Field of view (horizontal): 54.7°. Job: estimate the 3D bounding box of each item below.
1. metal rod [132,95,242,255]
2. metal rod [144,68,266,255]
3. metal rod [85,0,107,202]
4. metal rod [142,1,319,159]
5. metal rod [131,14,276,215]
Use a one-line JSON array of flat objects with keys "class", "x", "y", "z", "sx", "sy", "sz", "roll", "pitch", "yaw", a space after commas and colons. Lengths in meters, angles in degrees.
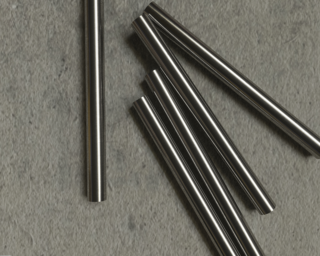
[{"class": "metal rod", "x": 0.049, "y": 0.091, "z": 0.410, "sx": 0.025, "sy": 0.025, "sz": 0.299, "roll": -30, "pitch": 90, "yaw": 0}, {"class": "metal rod", "x": 0.063, "y": 0.058, "z": 0.410, "sx": 0.025, "sy": 0.025, "sz": 0.299, "roll": -29, "pitch": 90, "yaw": 0}, {"class": "metal rod", "x": -0.085, "y": -0.054, "z": 0.408, "sx": 0.025, "sy": 0.025, "sz": 0.298, "roll": -1, "pitch": 90, "yaw": -1}, {"class": "metal rod", "x": 0.101, "y": -0.062, "z": 0.411, "sx": 0.300, "sy": 0.025, "sz": 0.025, "roll": 39, "pitch": 90, "yaw": -1}, {"class": "metal rod", "x": 0.058, "y": -0.015, "z": 0.404, "sx": 0.025, "sy": 0.025, "sz": 0.299, "roll": -35, "pitch": 93, "yaw": 0}]
